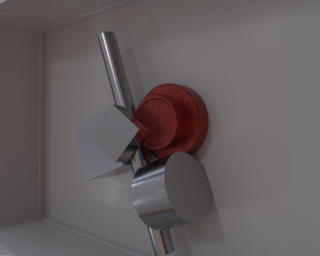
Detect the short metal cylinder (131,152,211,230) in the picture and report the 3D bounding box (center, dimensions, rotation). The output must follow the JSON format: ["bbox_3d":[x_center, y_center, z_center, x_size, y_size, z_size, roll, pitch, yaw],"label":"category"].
[{"bbox_3d":[0.014,0.073,0.356,0.050,0.081,0.080,-26,74,37],"label":"short metal cylinder"}]

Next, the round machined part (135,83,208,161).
[{"bbox_3d":[0.007,-0.007,0.386,0.098,0.042,0.097,0,90,39],"label":"round machined part"}]

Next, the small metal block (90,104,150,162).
[{"bbox_3d":[-0.049,0.007,0.381,0.050,0.025,0.050,42,104,24],"label":"small metal block"}]

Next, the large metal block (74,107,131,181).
[{"bbox_3d":[-0.070,0.023,0.441,0.080,0.050,0.080,-26,74,37],"label":"large metal block"}]

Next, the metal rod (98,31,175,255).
[{"bbox_3d":[-0.035,0.010,0.404,0.025,0.025,0.299,-26,74,37],"label":"metal rod"}]
